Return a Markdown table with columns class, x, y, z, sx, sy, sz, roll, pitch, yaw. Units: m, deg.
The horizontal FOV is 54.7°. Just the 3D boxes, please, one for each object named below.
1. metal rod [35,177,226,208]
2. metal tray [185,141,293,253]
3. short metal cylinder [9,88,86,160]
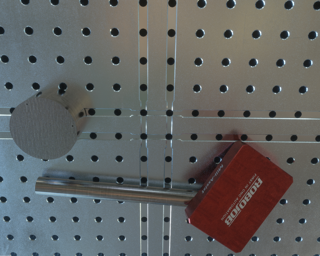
| class | x | y | z | sx | sy | sz | roll | pitch | yaw |
| --- | --- | --- | --- | --- | --- | --- | --- | --- | --- |
| metal rod | -0.023 | 0.096 | 0.448 | 0.302 | 0.025 | 0.025 | 6 | 110 | -3 |
| metal tray | 0.108 | 0.094 | 0.428 | 0.090 | 0.030 | 0.130 | 35 | 92 | -10 |
| short metal cylinder | -0.140 | -0.006 | 0.396 | 0.081 | 0.050 | 0.079 | 0 | 110 | 0 |
